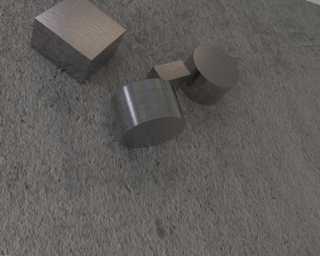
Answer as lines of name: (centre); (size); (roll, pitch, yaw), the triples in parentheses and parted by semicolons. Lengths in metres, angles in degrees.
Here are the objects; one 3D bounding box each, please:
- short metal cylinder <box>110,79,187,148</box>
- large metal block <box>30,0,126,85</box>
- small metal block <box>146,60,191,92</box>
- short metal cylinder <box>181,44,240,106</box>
short metal cylinder: (-0.014, -0.015, 0.370); (0.081, 0.080, 0.050); (-4, 64, -30)
large metal block: (-0.105, -0.117, 0.403); (0.080, 0.050, 0.080); (37, 51, -4)
small metal block: (0.006, -0.065, 0.431); (0.050, 0.050, 0.025); (-22, 74, -36)
short metal cylinder: (0.074, -0.081, 0.477); (0.081, 0.050, 0.080); (14, 56, -21)
